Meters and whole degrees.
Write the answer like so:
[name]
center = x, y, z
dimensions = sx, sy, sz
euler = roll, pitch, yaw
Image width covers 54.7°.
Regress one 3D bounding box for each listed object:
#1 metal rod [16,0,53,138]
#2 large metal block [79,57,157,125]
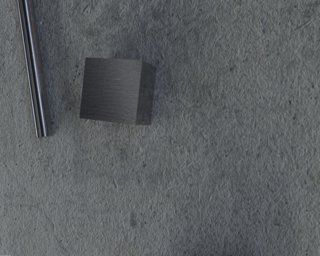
[metal rod]
center = -0.199, -0.133, 0.477
dimensions = 0.025, 0.025, 0.298
euler = -10, 87, 19
[large metal block]
center = -0.055, -0.048, 0.414
dimensions = 0.080, 0.050, 0.079
euler = 7, 92, 19
